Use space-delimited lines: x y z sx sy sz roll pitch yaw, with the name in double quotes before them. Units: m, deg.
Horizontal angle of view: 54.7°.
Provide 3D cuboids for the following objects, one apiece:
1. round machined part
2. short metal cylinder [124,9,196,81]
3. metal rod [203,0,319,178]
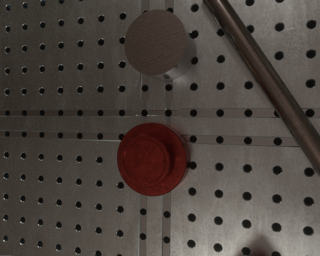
"round machined part" -0.013 0.041 0.407 0.098 0.042 0.097 0 90 19
"short metal cylinder" 0.002 -0.104 0.398 0.080 0.050 0.079 0 90 19
"metal rod" 0.133 -0.049 0.365 0.025 0.025 0.299 -33 80 17
